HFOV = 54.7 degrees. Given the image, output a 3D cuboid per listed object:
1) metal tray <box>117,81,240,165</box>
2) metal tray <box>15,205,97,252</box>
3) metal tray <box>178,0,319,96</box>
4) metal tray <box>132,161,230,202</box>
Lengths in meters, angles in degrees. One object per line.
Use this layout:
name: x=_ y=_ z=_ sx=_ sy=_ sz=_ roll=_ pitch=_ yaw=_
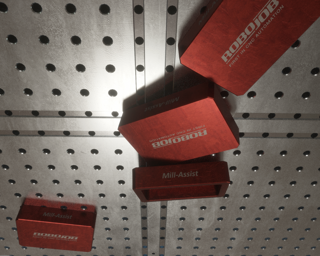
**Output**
metal tray: x=0.024 y=0.001 z=0.396 sx=0.130 sy=0.030 sz=0.090 roll=-17 pitch=129 yaw=26
metal tray: x=-0.186 y=0.185 z=0.563 sx=0.131 sy=0.030 sz=0.089 roll=9 pitch=130 yaw=-8
metal tray: x=0.091 y=-0.104 z=0.321 sx=0.090 sy=0.030 sz=0.129 roll=26 pitch=125 yaw=-21
metal tray: x=0.031 y=0.081 z=0.455 sx=0.131 sy=0.030 sz=0.090 roll=-5 pitch=155 yaw=3
